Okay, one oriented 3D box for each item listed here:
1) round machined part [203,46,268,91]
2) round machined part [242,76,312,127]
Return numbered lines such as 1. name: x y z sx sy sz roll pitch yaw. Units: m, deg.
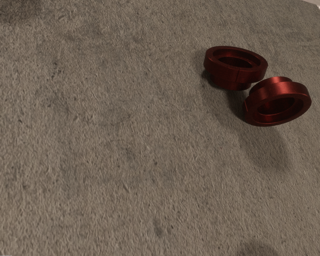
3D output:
1. round machined part: 0.119 -0.094 0.500 0.099 0.042 0.098 6 35 -4
2. round machined part: 0.177 -0.044 0.482 0.099 0.097 0.042 8 59 -25
